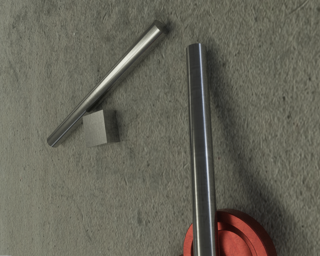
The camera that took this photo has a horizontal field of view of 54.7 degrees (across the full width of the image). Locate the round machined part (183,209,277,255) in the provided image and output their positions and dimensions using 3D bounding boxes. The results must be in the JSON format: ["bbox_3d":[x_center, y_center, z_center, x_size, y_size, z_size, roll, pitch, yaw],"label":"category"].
[{"bbox_3d":[0.077,0.135,0.328,0.098,0.042,0.097,-4,83,39],"label":"round machined part"}]

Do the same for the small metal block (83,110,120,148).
[{"bbox_3d":[-0.092,0.002,0.481,0.050,0.025,0.050,-14,81,39],"label":"small metal block"}]

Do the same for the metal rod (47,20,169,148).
[{"bbox_3d":[-0.096,-0.053,0.484,0.299,0.025,0.025,-39,67,33],"label":"metal rod"}]

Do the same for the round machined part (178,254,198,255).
[{"bbox_3d":[0.032,0.206,0.368,0.098,0.042,0.097,0,90,40],"label":"round machined part"}]

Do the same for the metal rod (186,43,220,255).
[{"bbox_3d":[0.045,0.048,0.326,0.025,0.025,0.299,-15,68,39],"label":"metal rod"}]
